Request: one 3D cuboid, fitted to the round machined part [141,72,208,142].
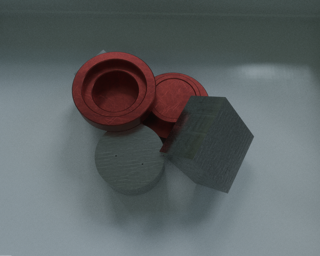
[{"bbox_3d":[0.018,-0.031,0.409,0.099,0.042,0.098,0,70,-1],"label":"round machined part"}]

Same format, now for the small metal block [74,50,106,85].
[{"bbox_3d":[-0.082,-0.069,0.418,0.025,0.050,0.050,42,76,13],"label":"small metal block"}]

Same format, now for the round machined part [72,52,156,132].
[{"bbox_3d":[-0.054,-0.041,0.382,0.099,0.042,0.098,0,70,-1],"label":"round machined part"}]

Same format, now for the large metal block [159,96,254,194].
[{"bbox_3d":[0.058,0.019,0.365,0.050,0.080,0.080,9,63,47],"label":"large metal block"}]

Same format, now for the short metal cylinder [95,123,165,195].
[{"bbox_3d":[-0.035,0.039,0.380,0.081,0.050,0.080,0,70,0],"label":"short metal cylinder"}]
